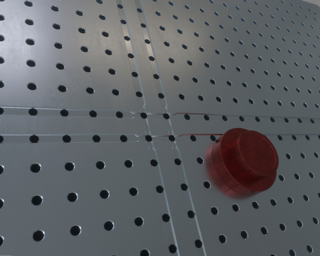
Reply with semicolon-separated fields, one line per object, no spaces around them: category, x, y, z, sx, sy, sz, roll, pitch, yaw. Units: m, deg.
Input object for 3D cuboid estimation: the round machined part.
round machined part;0.127;0.042;0.439;0.099;0.042;0.098;14;56;-21
